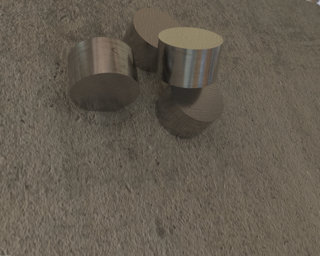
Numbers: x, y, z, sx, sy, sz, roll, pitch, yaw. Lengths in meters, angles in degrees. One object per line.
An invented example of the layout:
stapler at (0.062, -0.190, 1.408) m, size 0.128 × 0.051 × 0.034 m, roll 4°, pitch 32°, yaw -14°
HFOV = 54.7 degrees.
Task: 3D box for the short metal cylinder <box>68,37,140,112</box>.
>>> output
short metal cylinder at (-0.067, -0.061, 0.370) m, size 0.081 × 0.080 × 0.050 m, roll 3°, pitch 61°, yaw -27°

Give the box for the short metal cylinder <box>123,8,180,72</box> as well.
short metal cylinder at (-0.011, -0.130, 0.461) m, size 0.081 × 0.050 × 0.080 m, roll 14°, pitch 56°, yaw -21°

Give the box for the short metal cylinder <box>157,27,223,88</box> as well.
short metal cylinder at (0.037, -0.092, 0.398) m, size 0.081 × 0.050 × 0.080 m, roll 3°, pitch 35°, yaw -2°

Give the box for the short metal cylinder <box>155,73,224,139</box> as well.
short metal cylinder at (0.040, -0.031, 0.428) m, size 0.081 × 0.050 × 0.080 m, roll 14°, pitch 56°, yaw -21°
